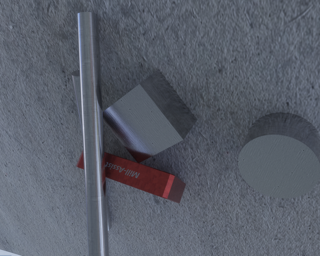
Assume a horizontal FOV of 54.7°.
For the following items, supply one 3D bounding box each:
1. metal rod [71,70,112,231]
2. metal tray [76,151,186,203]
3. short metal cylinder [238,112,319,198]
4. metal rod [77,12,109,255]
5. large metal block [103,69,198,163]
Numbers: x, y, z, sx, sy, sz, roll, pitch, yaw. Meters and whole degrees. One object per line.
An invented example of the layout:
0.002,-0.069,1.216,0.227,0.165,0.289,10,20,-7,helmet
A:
-0.103,0.054,0.492,0.025,0.025,0.298,12,124,21,metal rod
-0.036,0.066,0.427,0.130,0.030,0.090,16,167,19,metal tray
0.131,0.030,0.339,0.080,0.050,0.079,13,124,20,short metal cylinder
-0.081,0.014,0.376,0.025,0.025,0.298,-1,92,28,metal rod
-0.015,-0.013,0.389,0.080,0.050,0.080,-31,102,37,large metal block
